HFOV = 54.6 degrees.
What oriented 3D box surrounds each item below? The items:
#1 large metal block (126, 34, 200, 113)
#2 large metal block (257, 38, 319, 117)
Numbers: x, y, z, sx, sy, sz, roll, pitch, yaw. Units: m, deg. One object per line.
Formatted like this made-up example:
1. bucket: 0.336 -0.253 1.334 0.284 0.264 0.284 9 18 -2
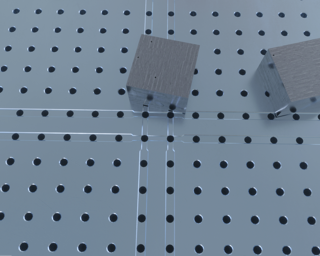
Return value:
1. large metal block: 0.005 -0.074 0.426 0.080 0.050 0.080 12 70 4
2. large metal block: 0.192 -0.069 0.425 0.080 0.050 0.080 -13 71 -5
